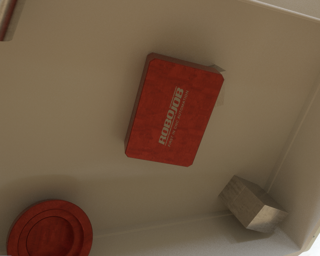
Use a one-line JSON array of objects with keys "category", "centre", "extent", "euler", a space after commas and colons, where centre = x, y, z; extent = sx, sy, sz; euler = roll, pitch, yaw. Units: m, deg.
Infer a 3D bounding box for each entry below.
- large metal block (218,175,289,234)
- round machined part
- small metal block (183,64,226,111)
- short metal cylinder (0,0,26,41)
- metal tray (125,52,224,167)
[{"category": "large metal block", "centre": [0.165, 0.136, 0.550], "extent": [0.080, 0.080, 0.050], "euler": [25, 105, -37]}, {"category": "round machined part", "centre": [-0.139, 0.139, 0.389], "extent": [0.099, 0.042, 0.097], "euler": [5, 80, -29]}, {"category": "small metal block", "centre": [0.058, -0.052, 0.410], "extent": [0.050, 0.025, 0.050], "euler": [-16, 125, -20]}, {"category": "short metal cylinder", "centre": [-0.144, -0.106, 0.229], "extent": [0.081, 0.080, 0.050], "euler": [16, 110, -35]}, {"category": "metal tray", "centre": [0.014, -0.019, 0.386], "extent": [0.091, 0.030, 0.129], "euler": [11, 114, -14]}]
